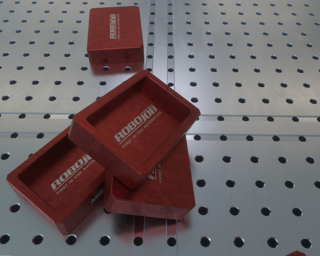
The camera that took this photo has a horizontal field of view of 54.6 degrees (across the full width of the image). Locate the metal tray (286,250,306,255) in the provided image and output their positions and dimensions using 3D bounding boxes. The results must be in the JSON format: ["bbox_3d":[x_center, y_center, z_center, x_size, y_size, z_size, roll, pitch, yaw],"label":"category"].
[{"bbox_3d":[0.089,0.173,0.259,0.131,0.030,0.090,-17,52,-14],"label":"metal tray"}]

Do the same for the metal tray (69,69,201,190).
[{"bbox_3d":[-0.022,-0.006,0.341,0.090,0.030,0.131,38,44,6],"label":"metal tray"}]

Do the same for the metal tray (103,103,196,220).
[{"bbox_3d":[-0.013,0.034,0.355,0.091,0.030,0.130,12,47,-19],"label":"metal tray"}]

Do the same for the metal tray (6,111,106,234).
[{"bbox_3d":[-0.096,0.045,0.365,0.090,0.030,0.131,31,56,23],"label":"metal tray"}]

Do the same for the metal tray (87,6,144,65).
[{"bbox_3d":[-0.078,-0.166,0.544,0.091,0.030,0.130,-5,50,-4],"label":"metal tray"}]
